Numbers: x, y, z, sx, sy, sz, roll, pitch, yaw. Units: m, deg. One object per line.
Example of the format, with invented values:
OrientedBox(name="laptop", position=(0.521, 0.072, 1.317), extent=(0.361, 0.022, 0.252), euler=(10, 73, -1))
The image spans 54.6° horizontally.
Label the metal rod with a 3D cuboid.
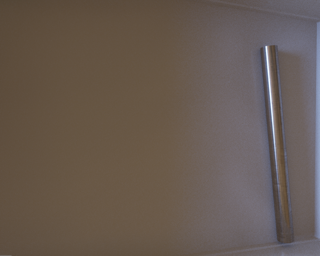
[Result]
OrientedBox(name="metal rod", position=(0.180, 0.026, 0.476), extent=(0.025, 0.025, 0.298), euler=(-7, 92, -20))
